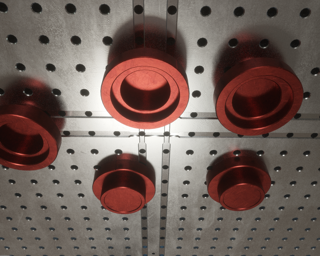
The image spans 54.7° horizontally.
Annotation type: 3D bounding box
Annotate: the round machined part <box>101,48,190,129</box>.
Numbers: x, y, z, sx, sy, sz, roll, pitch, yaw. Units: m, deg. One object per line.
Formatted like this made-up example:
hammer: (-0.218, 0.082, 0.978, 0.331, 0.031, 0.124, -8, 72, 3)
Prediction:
round machined part: (-0.016, -0.048, 0.359, 0.099, 0.042, 0.097, -1, 130, 0)

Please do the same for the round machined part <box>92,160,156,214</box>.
round machined part: (-0.056, 0.098, 0.483, 0.099, 0.042, 0.097, -1, 130, 0)

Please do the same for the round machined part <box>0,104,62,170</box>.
round machined part: (-0.178, 0.008, 0.404, 0.099, 0.042, 0.097, -1, 130, 0)

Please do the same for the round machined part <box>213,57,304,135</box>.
round machined part: (0.113, -0.041, 0.368, 0.099, 0.042, 0.097, -1, 130, 0)

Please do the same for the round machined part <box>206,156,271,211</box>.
round machined part: (0.123, 0.092, 0.481, 0.099, 0.042, 0.097, -1, 130, 0)
